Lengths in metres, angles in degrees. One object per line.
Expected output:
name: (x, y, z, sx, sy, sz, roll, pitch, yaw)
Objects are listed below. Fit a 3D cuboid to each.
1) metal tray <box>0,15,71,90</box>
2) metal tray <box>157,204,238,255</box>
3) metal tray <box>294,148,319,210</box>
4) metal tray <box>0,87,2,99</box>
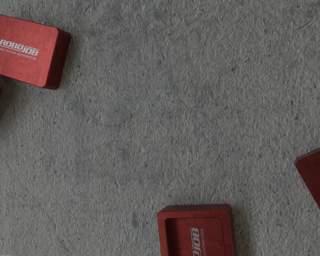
metal tray: (-0.209, -0.118, 0.480, 0.130, 0.030, 0.089, 18, 96, 19)
metal tray: (0.050, 0.164, 0.388, 0.090, 0.030, 0.129, -7, 88, 19)
metal tray: (0.217, 0.074, 0.329, 0.090, 0.030, 0.130, -29, 81, 17)
metal tray: (-0.311, -0.034, 0.499, 0.090, 0.030, 0.129, 41, 117, 15)
